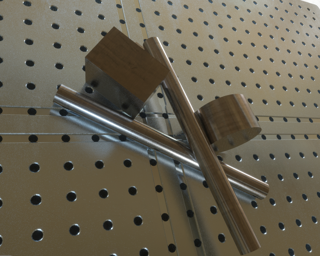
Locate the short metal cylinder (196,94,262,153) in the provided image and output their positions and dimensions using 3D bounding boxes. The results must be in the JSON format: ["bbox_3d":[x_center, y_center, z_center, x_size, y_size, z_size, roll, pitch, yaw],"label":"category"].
[{"bbox_3d":[0.090,-0.004,0.424,0.081,0.080,0.050,-7,65,-31],"label":"short metal cylinder"}]

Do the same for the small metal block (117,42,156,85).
[{"bbox_3d":[-0.031,-0.089,0.446,0.050,0.025,0.050,37,51,-4],"label":"small metal block"}]

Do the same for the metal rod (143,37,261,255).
[{"bbox_3d":[0.044,0.007,0.393,0.025,0.025,0.299,-11,67,-33],"label":"metal rod"}]

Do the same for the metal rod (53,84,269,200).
[{"bbox_3d":[0.011,0.023,0.399,0.301,0.025,0.025,26,53,-12],"label":"metal rod"}]

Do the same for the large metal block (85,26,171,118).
[{"bbox_3d":[-0.043,-0.063,0.380,0.080,0.080,0.050,38,73,-3],"label":"large metal block"}]
